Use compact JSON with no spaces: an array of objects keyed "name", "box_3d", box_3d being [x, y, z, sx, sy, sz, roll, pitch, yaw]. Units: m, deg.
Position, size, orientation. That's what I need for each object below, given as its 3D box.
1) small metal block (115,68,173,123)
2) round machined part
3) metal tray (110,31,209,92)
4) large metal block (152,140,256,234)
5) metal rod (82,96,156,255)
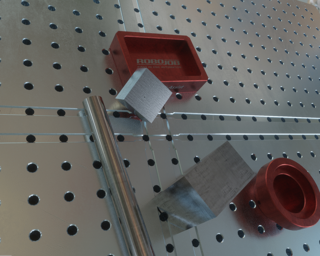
[{"name":"small metal block","box_3d":[-0.020,-0.042,0.401,0.050,0.025,0.050,41,76,-31]},{"name":"round machined part","box_3d":[0.174,0.095,0.436,0.099,0.042,0.098,14,56,-21]},{"name":"metal tray","box_3d":[0.000,-0.098,0.466,0.131,0.030,0.090,-7,65,-32]},{"name":"large metal block","box_3d":[0.049,0.069,0.359,0.081,0.080,0.050,-32,80,-38]},{"name":"metal rod","box_3d":[-0.032,0.097,0.332,0.025,0.025,0.299,-9,66,-32]}]
